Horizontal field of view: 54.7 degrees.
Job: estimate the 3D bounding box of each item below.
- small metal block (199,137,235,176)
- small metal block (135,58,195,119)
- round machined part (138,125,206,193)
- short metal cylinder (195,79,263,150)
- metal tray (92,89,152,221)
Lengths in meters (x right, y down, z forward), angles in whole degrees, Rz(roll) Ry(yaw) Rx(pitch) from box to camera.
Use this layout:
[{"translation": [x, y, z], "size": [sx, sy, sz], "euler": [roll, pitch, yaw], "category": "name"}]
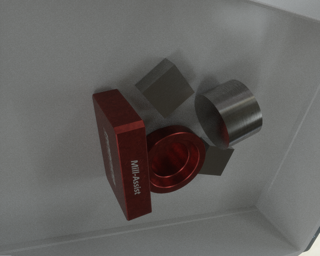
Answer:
[{"translation": [0.079, 0.045, 0.480], "size": [0.050, 0.025, 0.050], "euler": [10, 113, -32], "category": "small metal block"}, {"translation": [0.006, -0.048, 0.382], "size": [0.050, 0.025, 0.050], "euler": [-42, 128, 1], "category": "small metal block"}, {"translation": [0.010, 0.038, 0.424], "size": [0.099, 0.042, 0.097], "euler": [-14, 125, -21], "category": "round machined part"}, {"translation": [0.089, -0.018, 0.411], "size": [0.050, 0.080, 0.080], "euler": [-26, 128, -13], "category": "short metal cylinder"}, {"translation": [-0.044, 0.031, 0.361], "size": [0.030, 0.090, 0.129], "euler": [-16, 125, -19], "category": "metal tray"}]
